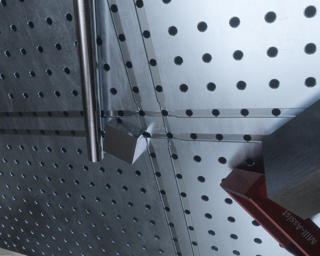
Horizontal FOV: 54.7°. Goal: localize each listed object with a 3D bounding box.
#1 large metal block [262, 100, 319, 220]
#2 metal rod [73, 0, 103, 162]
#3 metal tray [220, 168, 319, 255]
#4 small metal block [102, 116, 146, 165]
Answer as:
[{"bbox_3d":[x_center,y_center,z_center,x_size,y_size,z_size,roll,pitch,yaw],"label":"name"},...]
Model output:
[{"bbox_3d":[0.152,0.031,0.307,0.050,0.080,0.080,32,130,-15],"label":"large metal block"},{"bbox_3d":[-0.094,-0.078,0.410,0.025,0.025,0.298,16,125,18],"label":"metal rod"},{"bbox_3d":[0.139,0.106,0.365,0.130,0.030,0.090,44,172,-3],"label":"metal tray"},{"bbox_3d":[-0.053,0.018,0.448,0.050,0.025,0.050,24,127,13],"label":"small metal block"}]
